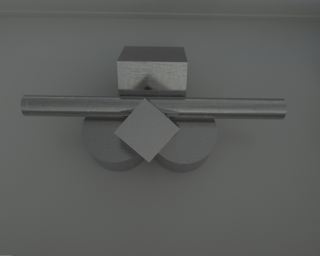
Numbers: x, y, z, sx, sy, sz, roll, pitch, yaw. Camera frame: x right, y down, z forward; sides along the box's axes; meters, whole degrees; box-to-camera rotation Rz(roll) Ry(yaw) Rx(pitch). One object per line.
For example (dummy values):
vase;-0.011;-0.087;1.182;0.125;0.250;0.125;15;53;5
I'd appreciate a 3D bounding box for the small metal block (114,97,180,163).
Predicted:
small metal block;-0.014;0.001;0.343;0.050;0.025;0.050;41;96;-6

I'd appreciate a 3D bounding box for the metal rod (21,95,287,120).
metal rod;-0.007;-0.024;0.364;0.302;0.025;0.025;1;70;0

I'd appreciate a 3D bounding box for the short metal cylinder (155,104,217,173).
short metal cylinder;0.028;0.012;0.391;0.081;0.050;0.080;0;70;0

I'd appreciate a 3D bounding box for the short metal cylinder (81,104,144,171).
short metal cylinder;-0.053;0.010;0.391;0.081;0.050;0.080;0;70;0

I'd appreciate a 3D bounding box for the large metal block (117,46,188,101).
large metal block;-0.009;-0.071;0.399;0.081;0.050;0.080;1;27;0
